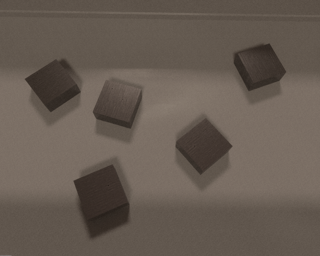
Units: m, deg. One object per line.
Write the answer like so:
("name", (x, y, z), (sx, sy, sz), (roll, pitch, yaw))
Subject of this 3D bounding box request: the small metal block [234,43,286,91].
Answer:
("small metal block", (0.142, -0.087, 0.443), (0.050, 0.025, 0.050), (-19, 71, -7))

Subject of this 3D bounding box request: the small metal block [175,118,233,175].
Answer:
("small metal block", (0.056, 0.024, 0.402), (0.050, 0.025, 0.050), (-38, 75, -13))

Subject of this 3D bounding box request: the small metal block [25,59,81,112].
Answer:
("small metal block", (-0.148, -0.059, 0.429), (0.050, 0.025, 0.050), (-37, 75, -13))

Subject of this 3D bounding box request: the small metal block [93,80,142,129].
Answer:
("small metal block", (-0.056, -0.032, 0.421), (0.050, 0.025, 0.050), (16, 71, 5))

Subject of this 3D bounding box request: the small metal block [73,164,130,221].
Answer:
("small metal block", (-0.071, 0.080, 0.380), (0.050, 0.025, 0.050), (-22, 72, -8))
